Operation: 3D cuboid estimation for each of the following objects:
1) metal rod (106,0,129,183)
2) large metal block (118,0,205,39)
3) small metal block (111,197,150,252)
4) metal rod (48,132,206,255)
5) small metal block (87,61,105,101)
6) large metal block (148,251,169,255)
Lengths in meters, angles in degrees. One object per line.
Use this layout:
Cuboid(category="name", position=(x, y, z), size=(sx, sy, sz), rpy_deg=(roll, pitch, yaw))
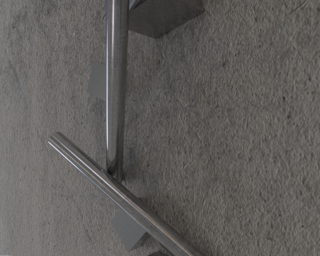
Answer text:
Cuboid(category="metal rod", position=(-0.055, -0.046, 0.386), size=(0.025, 0.025, 0.298), rpy_deg=(32, 130, 35))
Cuboid(category="large metal block", position=(-0.006, -0.155, 0.374), size=(0.080, 0.081, 0.050), rpy_deg=(-18, 79, 38))
Cuboid(category="small metal block", position=(-0.036, 0.135, 0.435), size=(0.050, 0.025, 0.050), rpy_deg=(50, 119, 28))
Cuboid(category="metal rod", position=(-0.048, 0.095, 0.415), size=(0.300, 0.025, 0.025), rpy_deg=(35, 112, 24))
Cuboid(category="small metal block", position=(-0.082, -0.071, 0.473), size=(0.050, 0.025, 0.050), rpy_deg=(25, 106, 37))
Cuboid(category="large metal block", position=(0.008, 0.212, 0.382), size=(0.080, 0.050, 0.079), rpy_deg=(9, 96, 39))
